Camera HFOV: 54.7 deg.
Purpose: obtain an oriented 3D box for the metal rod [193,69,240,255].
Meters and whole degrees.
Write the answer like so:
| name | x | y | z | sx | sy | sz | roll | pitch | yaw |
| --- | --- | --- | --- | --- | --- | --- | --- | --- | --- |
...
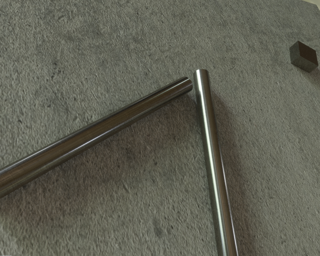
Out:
| name | x | y | z | sx | sy | sz | roll | pitch | yaw |
| --- | --- | --- | --- | --- | --- | --- | --- | --- | --- |
| metal rod | 0.073 | 0.044 | 0.418 | 0.025 | 0.025 | 0.299 | 11 | 57 | -23 |

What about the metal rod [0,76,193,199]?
| name | x | y | z | sx | sy | sz | roll | pitch | yaw |
| --- | --- | --- | --- | --- | --- | --- | --- | --- | --- |
| metal rod | -0.061 | -0.003 | 0.373 | 0.302 | 0.025 | 0.025 | -32 | 80 | -38 |

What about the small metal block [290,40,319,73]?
| name | x | y | z | sx | sy | sz | roll | pitch | yaw |
| --- | --- | --- | --- | --- | --- | --- | --- | --- | --- |
| small metal block | 0.310 | -0.154 | 0.669 | 0.050 | 0.025 | 0.050 | 23 | 53 | -15 |
